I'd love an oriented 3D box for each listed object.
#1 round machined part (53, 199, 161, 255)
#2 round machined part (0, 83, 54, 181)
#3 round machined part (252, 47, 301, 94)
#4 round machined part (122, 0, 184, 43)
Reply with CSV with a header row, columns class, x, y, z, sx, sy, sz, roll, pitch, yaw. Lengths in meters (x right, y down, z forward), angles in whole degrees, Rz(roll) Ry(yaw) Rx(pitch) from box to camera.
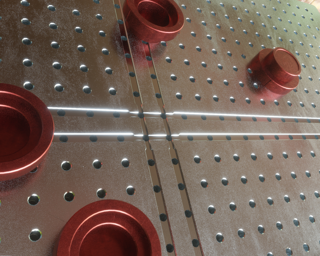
class,x,y,z,sx,sy,sz,roll,pitch,yaw
round machined part,-0.052,0.122,0.296,0.099,0.042,0.098,14,56,-21
round machined part,-0.160,0.007,0.307,0.099,0.042,0.098,14,56,-21
round machined part,0.230,-0.116,0.595,0.099,0.042,0.098,14,56,-21
round machined part,-0.014,-0.176,0.499,0.099,0.042,0.098,14,56,-21
